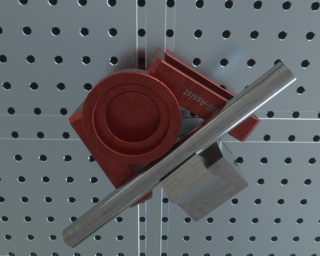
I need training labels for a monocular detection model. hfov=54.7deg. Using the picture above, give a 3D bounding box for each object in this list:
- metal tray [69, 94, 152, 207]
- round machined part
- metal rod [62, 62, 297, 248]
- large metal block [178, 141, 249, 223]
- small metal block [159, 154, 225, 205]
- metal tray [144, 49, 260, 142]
[{"bbox_3d":[-0.054,0.022,0.386,0.030,0.090,0.130,-28,108,9],"label":"metal tray"},{"bbox_3d":[-0.028,-0.014,0.325,0.099,0.042,0.097,0,110,-1],"label":"round machined part"},{"bbox_3d":[0.009,0.037,0.331,0.300,0.025,0.025,-39,106,12],"label":"metal rod"},{"bbox_3d":[0.058,0.061,0.404,0.080,0.080,0.050,-39,106,13],"label":"large metal block"},{"bbox_3d":[0.036,0.057,0.334,0.050,0.050,0.025,-41,61,13],"label":"small metal block"},{"bbox_3d":[0.045,-0.042,0.363,0.131,0.090,0.030,30,108,-11],"label":"metal tray"}]
